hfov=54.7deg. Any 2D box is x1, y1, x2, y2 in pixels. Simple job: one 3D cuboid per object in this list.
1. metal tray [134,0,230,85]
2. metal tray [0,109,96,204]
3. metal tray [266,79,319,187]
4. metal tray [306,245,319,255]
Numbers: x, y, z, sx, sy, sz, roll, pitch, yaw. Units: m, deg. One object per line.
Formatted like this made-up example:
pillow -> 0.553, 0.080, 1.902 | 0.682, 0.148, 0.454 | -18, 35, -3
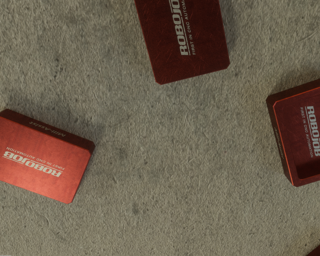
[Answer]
metal tray -> 0.024, -0.124, 0.361 | 0.090, 0.030, 0.129 | -14, 110, 5
metal tray -> -0.166, 0.040, 0.420 | 0.131, 0.030, 0.089 | 22, 108, -8
metal tray -> 0.203, 0.007, 0.411 | 0.090, 0.030, 0.129 | -19, 109, 6
metal tray -> 0.295, 0.240, 0.498 | 0.130, 0.030, 0.090 | 38, 106, -13
